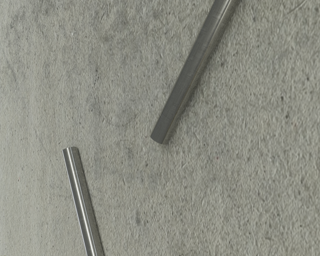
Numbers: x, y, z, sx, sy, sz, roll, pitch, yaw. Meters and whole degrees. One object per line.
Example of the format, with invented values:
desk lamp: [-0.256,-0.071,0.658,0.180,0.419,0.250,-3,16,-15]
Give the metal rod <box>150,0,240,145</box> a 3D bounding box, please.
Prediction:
metal rod: [0.060,-0.112,0.354,0.025,0.025,0.298,39,113,33]

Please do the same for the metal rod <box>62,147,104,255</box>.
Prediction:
metal rod: [-0.110,0.174,0.492,0.025,0.025,0.299,-28,72,36]
